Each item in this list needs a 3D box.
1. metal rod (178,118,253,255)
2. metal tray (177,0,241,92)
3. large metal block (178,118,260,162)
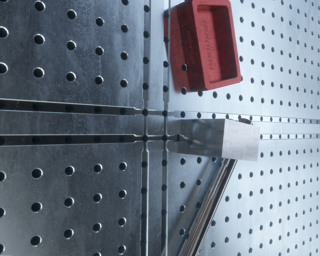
[{"bbox_3d":[0.081,0.111,0.479,0.025,0.025,0.300,44,63,-32],"label":"metal rod"},{"bbox_3d":[0.078,-0.126,0.473,0.091,0.030,0.129,-18,102,-39],"label":"metal tray"},{"bbox_3d":[0.085,0.018,0.447,0.081,0.080,0.050,10,84,-40],"label":"large metal block"}]
